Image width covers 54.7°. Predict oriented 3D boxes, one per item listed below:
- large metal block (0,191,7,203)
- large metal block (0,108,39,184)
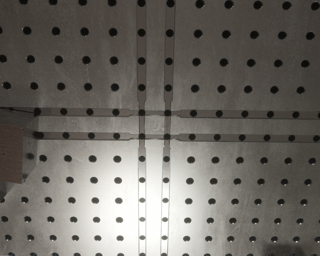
[{"bbox_3d":[-0.273,0.127,0.427,0.050,0.080,0.080,37,106,-13],"label":"large metal block"},{"bbox_3d":[-0.210,0.020,0.405,0.081,0.050,0.079,10,110,-4],"label":"large metal block"}]
